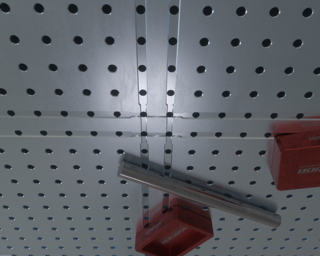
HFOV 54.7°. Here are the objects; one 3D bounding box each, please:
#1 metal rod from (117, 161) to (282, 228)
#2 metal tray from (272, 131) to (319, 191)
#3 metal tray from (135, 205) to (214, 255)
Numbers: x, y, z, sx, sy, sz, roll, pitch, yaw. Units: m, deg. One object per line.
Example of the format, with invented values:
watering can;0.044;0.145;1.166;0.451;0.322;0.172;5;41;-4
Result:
metal rod;0.075;0.114;0.508;0.302;0.025;0.025;22;127;-18
metal tray;0.235;0.046;0.449;0.131;0.030;0.090;-7;130;6
metal tray;0.025;0.202;0.580;0.090;0.030;0.129;29;124;-23
